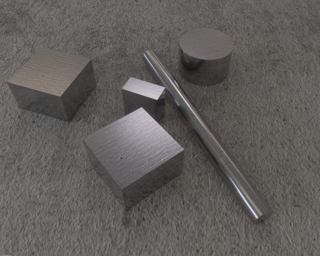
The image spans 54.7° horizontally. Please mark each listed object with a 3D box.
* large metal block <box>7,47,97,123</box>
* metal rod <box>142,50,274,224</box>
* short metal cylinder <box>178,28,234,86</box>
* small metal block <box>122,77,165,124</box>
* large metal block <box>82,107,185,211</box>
[{"bbox_3d":[-0.148,-0.063,0.439,0.080,0.050,0.080,16,52,12],"label":"large metal block"},{"bbox_3d":[0.046,-0.010,0.412,0.025,0.025,0.300,-19,53,-16],"label":"metal rod"},{"bbox_3d":[0.069,-0.111,0.481,0.081,0.050,0.080,0,50,0],"label":"short metal cylinder"},{"bbox_3d":[-0.021,-0.035,0.417,0.050,0.050,0.025,19,53,15],"label":"small metal block"},{"bbox_3d":[-0.030,0.033,0.359,0.081,0.050,0.080,-30,56,-23],"label":"large metal block"}]
